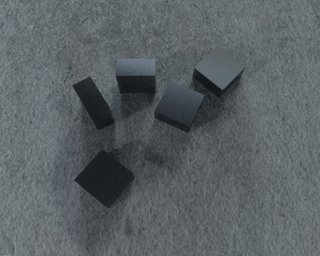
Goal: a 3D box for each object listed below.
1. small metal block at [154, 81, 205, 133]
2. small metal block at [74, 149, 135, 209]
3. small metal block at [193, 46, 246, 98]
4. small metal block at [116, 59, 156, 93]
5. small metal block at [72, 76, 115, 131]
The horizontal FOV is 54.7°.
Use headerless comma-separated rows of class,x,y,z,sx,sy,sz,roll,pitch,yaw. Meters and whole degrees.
small metal block,0.026,-0.029,0.419,0.050,0.025,0.050,24,72,8
small metal block,-0.068,0.063,0.384,0.050,0.025,0.050,37,74,12
small metal block,0.083,-0.079,0.438,0.050,0.025,0.050,42,75,13
small metal block,-0.031,-0.070,0.420,0.050,0.050,0.025,-1,70,-1
small metal block,-0.086,-0.031,0.405,0.025,0.050,0.050,-30,73,-10
